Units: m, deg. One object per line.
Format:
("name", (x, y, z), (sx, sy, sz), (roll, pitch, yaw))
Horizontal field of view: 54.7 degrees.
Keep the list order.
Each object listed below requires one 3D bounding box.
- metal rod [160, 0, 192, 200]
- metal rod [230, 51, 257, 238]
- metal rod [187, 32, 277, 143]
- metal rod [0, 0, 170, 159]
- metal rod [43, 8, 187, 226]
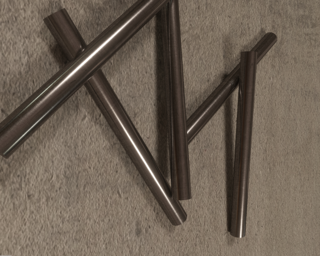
("metal rod", (0.019, -0.058, 0.406), (0.025, 0.025, 0.298), (-1, 86, -40))
("metal rod", (0.134, 0.030, 0.500), (0.025, 0.025, 0.298), (-4, 99, -40))
("metal rod", (0.118, -0.075, 0.505), (0.301, 0.025, 0.025), (-46, 118, -30))
("metal rod", (-0.055, -0.088, 0.325), (0.301, 0.025, 0.025), (-52, 121, -27))
("metal rod", (-0.041, 0.005, 0.372), (0.025, 0.025, 0.299), (-44, 117, -31))
